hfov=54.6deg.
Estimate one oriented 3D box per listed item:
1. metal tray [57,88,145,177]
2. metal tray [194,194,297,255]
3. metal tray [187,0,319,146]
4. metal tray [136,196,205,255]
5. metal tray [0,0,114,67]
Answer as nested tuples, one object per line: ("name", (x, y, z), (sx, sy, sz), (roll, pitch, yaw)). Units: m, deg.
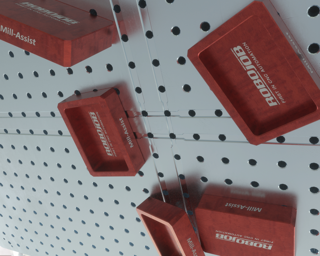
("metal tray", (-0.086, 0.011, 0.460), (0.090, 0.030, 0.129), (-6, 116, 31))
("metal tray", (0.120, 0.146, 0.435), (0.130, 0.030, 0.090), (3, 120, 27))
("metal tray", (0.102, -0.053, 0.321), (0.090, 0.030, 0.130), (-30, 102, 38))
("metal tray", (0.021, 0.176, 0.485), (0.090, 0.030, 0.130), (4, 123, 52))
("metal tray", (-0.133, -0.120, 0.365), (0.130, 0.090, 0.030), (24, 127, 13))
